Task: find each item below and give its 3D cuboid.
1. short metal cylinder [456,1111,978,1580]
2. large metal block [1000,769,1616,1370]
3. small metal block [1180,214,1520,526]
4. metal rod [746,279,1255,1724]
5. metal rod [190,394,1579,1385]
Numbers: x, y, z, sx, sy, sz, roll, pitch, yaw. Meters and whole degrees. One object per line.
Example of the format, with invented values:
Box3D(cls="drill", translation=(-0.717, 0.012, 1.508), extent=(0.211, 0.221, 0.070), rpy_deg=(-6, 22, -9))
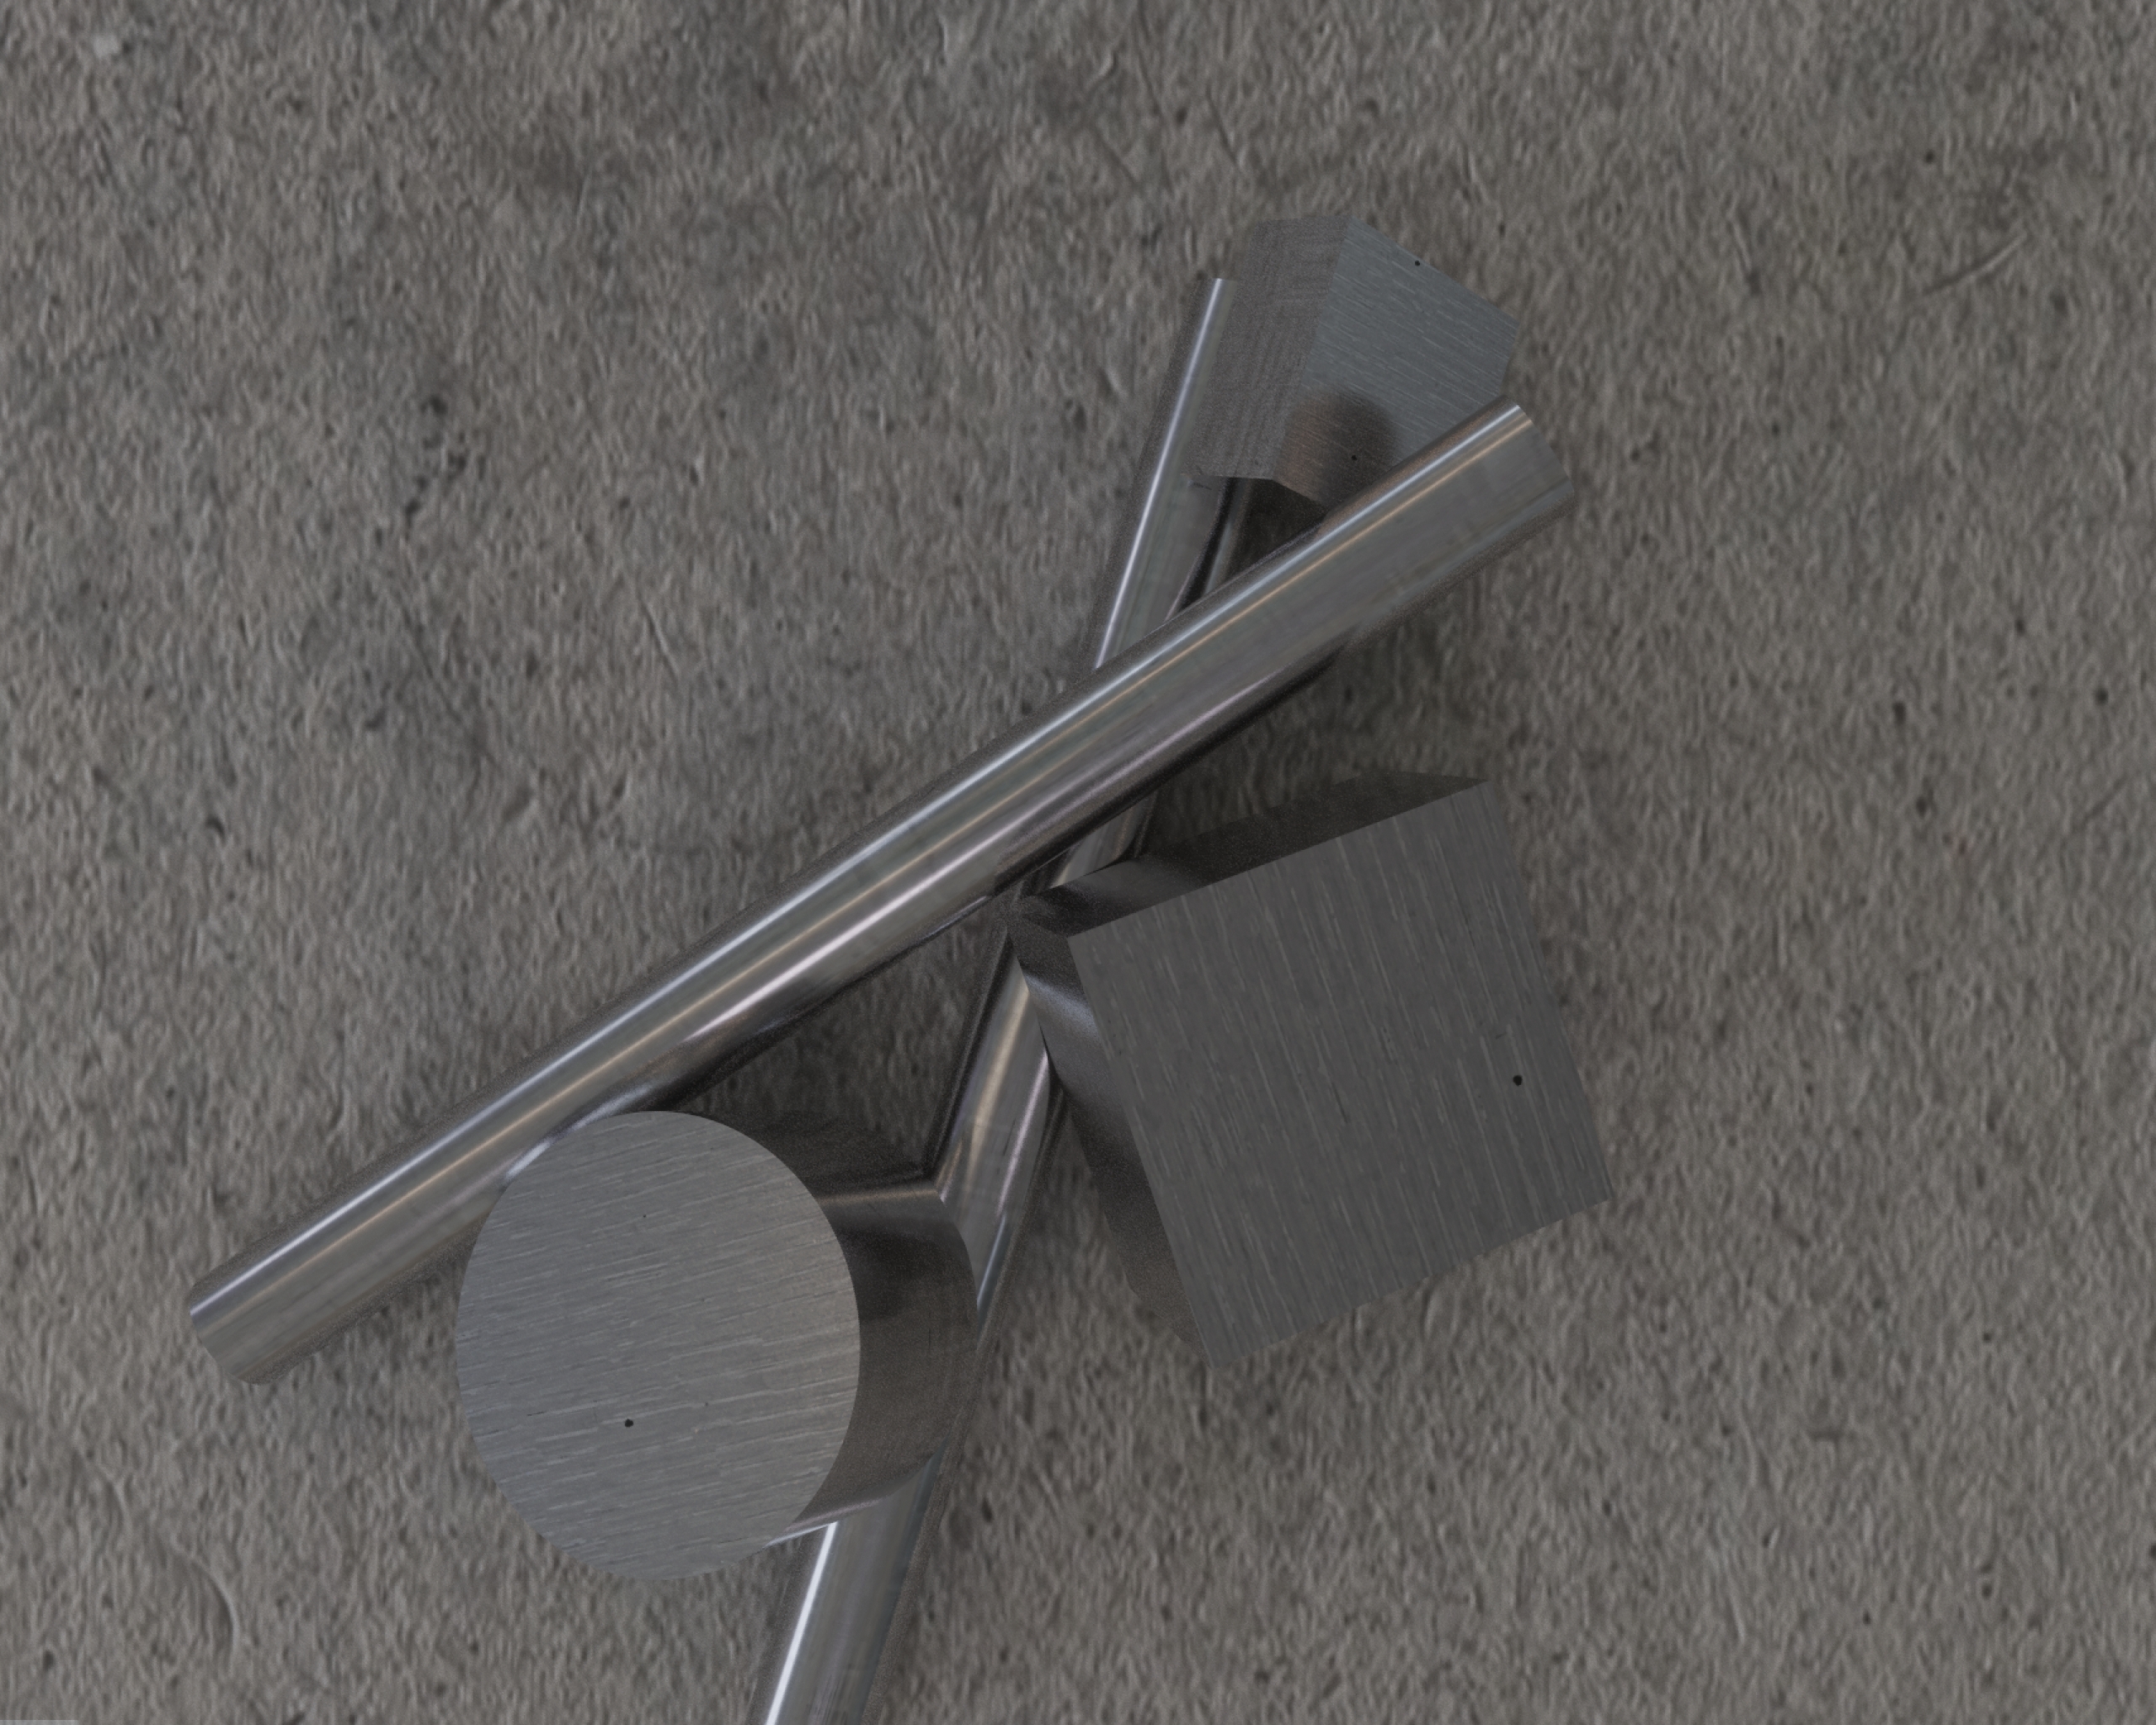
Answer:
Box3D(cls="short metal cylinder", translation=(-0.065, 0.086, 0.385), extent=(0.080, 0.050, 0.080), rpy_deg=(-2, 83, 20))
Box3D(cls="large metal block", translation=(0.041, 0.034, 0.384), extent=(0.081, 0.050, 0.080), rpy_deg=(-20, 99, -13))
Box3D(cls="small metal block", translation=(0.053, -0.089, 0.399), extent=(0.050, 0.025, 0.050), rpy_deg=(17, 90, -40))
Box3D(cls="metal rod", translation=(-0.010, 0.033, 0.410), extent=(0.025, 0.025, 0.298), rpy_deg=(17, 90, 0))
Box3D(cls="metal rod", translation=(-0.041, 0.009, 0.393), extent=(0.300, 0.025, 0.025), rpy_deg=(-34, 90, 6))
